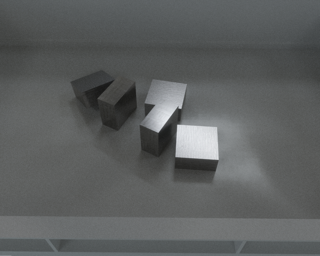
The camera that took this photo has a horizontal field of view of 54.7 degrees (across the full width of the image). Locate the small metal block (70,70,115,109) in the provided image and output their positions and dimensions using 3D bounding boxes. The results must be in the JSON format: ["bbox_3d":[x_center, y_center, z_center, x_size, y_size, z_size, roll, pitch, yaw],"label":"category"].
[{"bbox_3d":[-0.093,-0.056,0.442,0.050,0.025,0.050,-26,36,-20],"label":"small metal block"}]

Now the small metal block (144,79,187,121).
[{"bbox_3d":[0.009,-0.040,0.439,0.050,0.025,0.050,9,51,7],"label":"small metal block"}]

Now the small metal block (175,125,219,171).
[{"bbox_3d":[0.045,0.024,0.385,0.050,0.025,0.050,4,50,2],"label":"small metal block"}]

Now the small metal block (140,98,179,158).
[{"bbox_3d":[0.000,0.000,0.389,0.025,0.050,0.050,24,54,18],"label":"small metal block"}]

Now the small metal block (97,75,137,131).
[{"bbox_3d":[-0.056,-0.033,0.416,0.025,0.050,0.050,22,54,17],"label":"small metal block"}]
